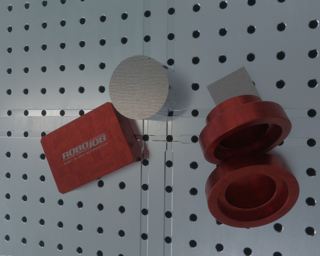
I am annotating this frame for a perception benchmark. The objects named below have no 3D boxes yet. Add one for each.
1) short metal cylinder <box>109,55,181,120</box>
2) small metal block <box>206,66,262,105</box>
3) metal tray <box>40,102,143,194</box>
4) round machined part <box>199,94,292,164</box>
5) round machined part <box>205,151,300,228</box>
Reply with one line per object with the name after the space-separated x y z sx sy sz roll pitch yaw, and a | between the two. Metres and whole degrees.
-0.019 -0.050 0.406 0.080 0.050 0.079 0 90 20 | short metal cylinder
0.093 -0.040 0.380 0.050 0.025 0.050 -28 81 17 | small metal block
-0.100 0.030 0.445 0.130 0.030 0.090 -26 82 18 | metal tray
0.090 0.000 0.347 0.098 0.098 0.042 -27 57 18 | round machined part
0.100 0.065 0.351 0.099 0.042 0.097 -1 124 -1 | round machined part
